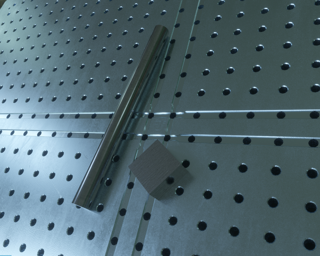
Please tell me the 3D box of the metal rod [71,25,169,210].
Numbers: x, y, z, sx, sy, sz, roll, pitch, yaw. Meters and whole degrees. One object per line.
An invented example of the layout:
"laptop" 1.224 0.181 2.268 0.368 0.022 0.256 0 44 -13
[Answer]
"metal rod" -0.050 -0.029 0.452 0.025 0.025 0.300 9 66 32

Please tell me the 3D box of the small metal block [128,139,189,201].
"small metal block" -0.002 0.050 0.379 0.050 0.025 0.050 -43 51 -2
